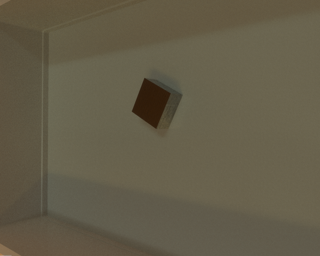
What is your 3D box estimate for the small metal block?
[{"bbox_3d":[-0.005,-0.033,0.412,0.050,0.025,0.050,35,112,34],"label":"small metal block"}]
